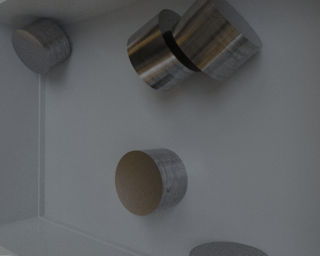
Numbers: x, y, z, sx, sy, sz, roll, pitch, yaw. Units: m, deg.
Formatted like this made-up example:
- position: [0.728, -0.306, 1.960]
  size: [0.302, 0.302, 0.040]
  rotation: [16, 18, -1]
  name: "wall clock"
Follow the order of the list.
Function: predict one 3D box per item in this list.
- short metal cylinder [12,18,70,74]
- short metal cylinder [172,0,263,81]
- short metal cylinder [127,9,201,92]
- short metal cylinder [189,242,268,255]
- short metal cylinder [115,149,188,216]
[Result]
- position: [-0.203, -0.140, 0.530]
  size: [0.080, 0.050, 0.079]
  rotation: [20, 137, 20]
  name: "short metal cylinder"
- position: [0.059, -0.096, 0.321]
  size: [0.050, 0.081, 0.080]
  rotation: [-43, 65, 31]
  name: "short metal cylinder"
- position: [0.009, -0.089, 0.362]
  size: [0.050, 0.081, 0.080]
  rotation: [-28, 73, 36]
  name: "short metal cylinder"
- position: [0.070, 0.155, 0.312]
  size: [0.080, 0.081, 0.050]
  rotation: [0, 90, 39]
  name: "short metal cylinder"
- position: [-0.012, 0.067, 0.398]
  size: [0.080, 0.050, 0.079]
  rotation: [0, 90, 39]
  name: "short metal cylinder"
